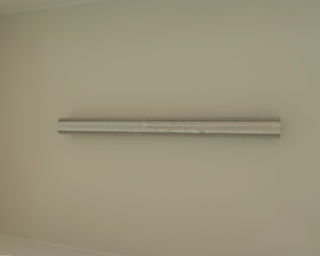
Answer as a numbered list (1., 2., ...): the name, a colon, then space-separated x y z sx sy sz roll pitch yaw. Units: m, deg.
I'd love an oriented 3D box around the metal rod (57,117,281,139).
1. metal rod: -0.003 -0.001 0.408 0.301 0.025 0.025 1 90 19
